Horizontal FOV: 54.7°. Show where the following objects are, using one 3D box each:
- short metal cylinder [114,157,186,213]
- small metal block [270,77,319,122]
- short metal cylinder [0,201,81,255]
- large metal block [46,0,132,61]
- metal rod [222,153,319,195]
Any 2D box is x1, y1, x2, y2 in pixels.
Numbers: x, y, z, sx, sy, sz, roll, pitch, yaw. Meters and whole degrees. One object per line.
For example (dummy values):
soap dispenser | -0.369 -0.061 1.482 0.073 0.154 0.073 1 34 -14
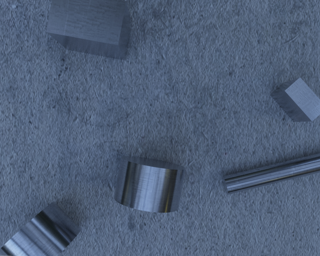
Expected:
short metal cylinder | -0.012 0.067 0.382 0.080 0.080 0.050 10 90 -1
small metal block | 0.177 -0.035 0.400 0.025 0.050 0.050 -42 91 0
short metal cylinder | -0.145 0.137 0.381 0.080 0.080 0.050 -43 91 0
large metal block | -0.082 -0.123 0.381 0.080 0.080 0.050 10 90 -1
metal rod | 0.233 0.041 0.413 0.302 0.025 0.025 -13 90 -1
